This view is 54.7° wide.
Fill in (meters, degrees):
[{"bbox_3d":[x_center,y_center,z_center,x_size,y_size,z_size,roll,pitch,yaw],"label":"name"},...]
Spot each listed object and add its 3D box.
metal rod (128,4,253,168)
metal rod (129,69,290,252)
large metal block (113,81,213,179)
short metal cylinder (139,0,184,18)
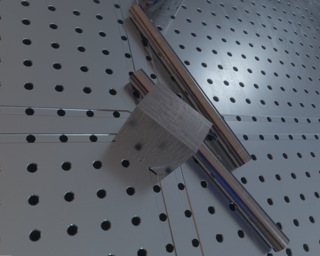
[{"bbox_3d":[0.041,-0.071,0.475,0.025,0.025,0.299,-25,76,-37],"label":"metal rod"},{"bbox_3d":[0.062,0.039,0.419,0.300,0.025,0.025,50,51,7],"label":"metal rod"},{"bbox_3d":[0.001,0.005,0.372,0.080,0.080,0.050,38,51,-3],"label":"large metal block"},{"bbox_3d":[0.006,-0.242,0.545,0.081,0.050,0.080,14,56,-21],"label":"short metal cylinder"}]
